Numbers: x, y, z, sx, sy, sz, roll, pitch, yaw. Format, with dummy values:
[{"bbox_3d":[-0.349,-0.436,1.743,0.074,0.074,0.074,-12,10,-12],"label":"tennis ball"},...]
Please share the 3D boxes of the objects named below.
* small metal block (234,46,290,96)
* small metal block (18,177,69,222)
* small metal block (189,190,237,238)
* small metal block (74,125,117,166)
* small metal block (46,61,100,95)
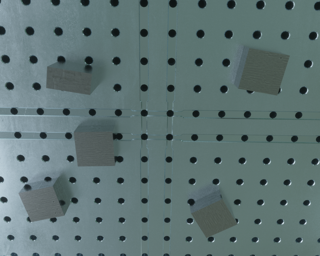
[{"bbox_3d":[0.126,-0.072,0.388,0.050,0.025,0.050,9,110,-4],"label":"small metal block"},{"bbox_3d":[-0.167,0.104,0.450,0.050,0.025,0.050,-12,110,4],"label":"small metal block"},{"bbox_3d":[0.079,0.128,0.461,0.050,0.025,0.050,-28,108,9],"label":"small metal block"},{"bbox_3d":[-0.086,0.024,0.422,0.050,0.025,0.050,-1,110,0],"label":"small metal block"},{"bbox_3d":[-0.104,-0.062,0.376,0.050,0.050,0.025,9,110,-3],"label":"small metal block"}]
